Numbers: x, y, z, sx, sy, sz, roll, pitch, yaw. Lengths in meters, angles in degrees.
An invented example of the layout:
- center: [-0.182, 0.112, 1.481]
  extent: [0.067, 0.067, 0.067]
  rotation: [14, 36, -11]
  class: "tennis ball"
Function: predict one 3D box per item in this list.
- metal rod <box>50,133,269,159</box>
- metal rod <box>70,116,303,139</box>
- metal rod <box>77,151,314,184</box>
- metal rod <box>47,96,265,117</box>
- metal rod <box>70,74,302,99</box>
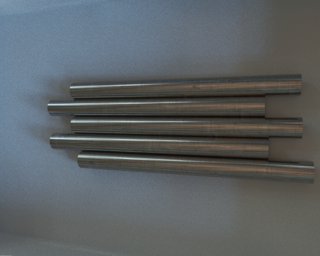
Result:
- center: [-0.014, 0.022, 0.413]
  extent: [0.301, 0.025, 0.025]
  rotation: [1, 90, 19]
  class: "metal rod"
- center: [0.019, -0.002, 0.402]
  extent: [0.301, 0.025, 0.025]
  rotation: [1, 90, 19]
  class: "metal rod"
- center: [0.030, 0.048, 0.398]
  extent: [0.301, 0.025, 0.025]
  rotation: [1, 90, 19]
  class: "metal rod"
- center: [-0.018, -0.028, 0.414]
  extent: [0.301, 0.025, 0.025]
  rotation: [1, 90, 19]
  class: "metal rod"
- center: [0.018, -0.052, 0.402]
  extent: [0.301, 0.025, 0.025]
  rotation: [1, 90, 19]
  class: "metal rod"
